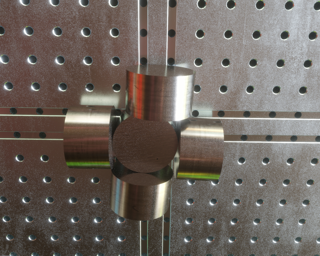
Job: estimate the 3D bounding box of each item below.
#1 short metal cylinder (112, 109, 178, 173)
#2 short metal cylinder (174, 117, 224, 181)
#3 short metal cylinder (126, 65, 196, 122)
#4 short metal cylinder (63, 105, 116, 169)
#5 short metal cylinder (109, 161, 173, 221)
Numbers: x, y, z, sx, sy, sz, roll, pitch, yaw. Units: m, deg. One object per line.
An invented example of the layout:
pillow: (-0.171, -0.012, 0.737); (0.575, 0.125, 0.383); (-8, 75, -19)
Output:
short metal cylinder: (-0.019, 0.011, 0.404); (0.081, 0.050, 0.079); (-1, 110, -1)
short metal cylinder: (0.047, 0.026, 0.394); (0.050, 0.080, 0.079); (3, 110, -2)
short metal cylinder: (0.000, -0.044, 0.367); (0.081, 0.080, 0.050); (3, 110, -1)
short metal cylinder: (-0.084, 0.011, 0.387); (0.050, 0.080, 0.079); (1, 110, -1)
short metal cylinder: (-0.025, 0.077, 0.411); (0.081, 0.080, 0.050); (6, 110, -2)
